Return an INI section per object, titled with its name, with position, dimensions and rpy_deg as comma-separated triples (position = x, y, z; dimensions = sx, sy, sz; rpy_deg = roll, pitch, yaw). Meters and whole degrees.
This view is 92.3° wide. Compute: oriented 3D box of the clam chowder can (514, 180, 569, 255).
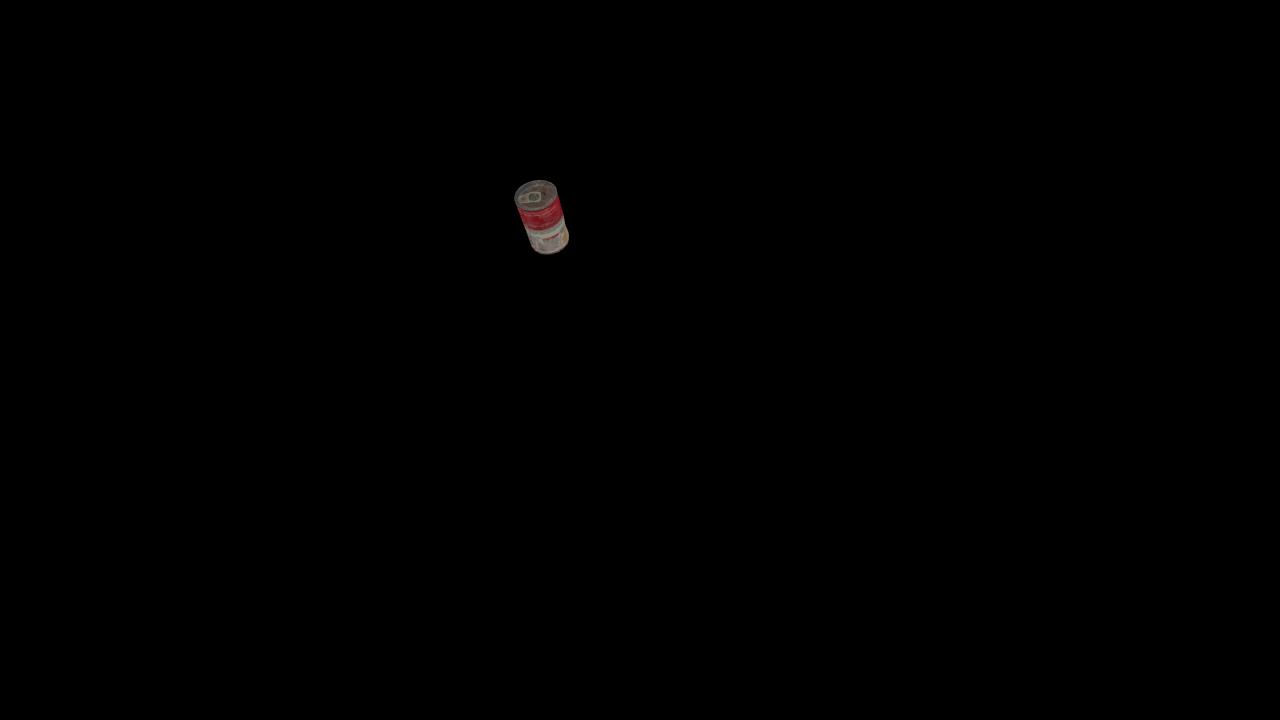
[clam chowder can]
position = -0.155, -0.227, 0.988
dimensions = 0.068, 0.068, 0.102
rpy_deg = 0, -33, 7
